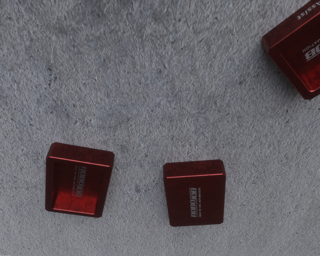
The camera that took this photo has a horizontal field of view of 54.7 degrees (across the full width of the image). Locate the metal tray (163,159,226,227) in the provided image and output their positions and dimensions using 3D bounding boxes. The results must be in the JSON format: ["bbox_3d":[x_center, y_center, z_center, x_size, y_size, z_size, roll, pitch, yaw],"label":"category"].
[{"bbox_3d":[0.056,0.108,0.496,0.091,0.030,0.129,-4,130,3],"label":"metal tray"}]

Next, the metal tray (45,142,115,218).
[{"bbox_3d":[-0.125,0.084,0.473,0.091,0.030,0.129,11,129,-9],"label":"metal tray"}]

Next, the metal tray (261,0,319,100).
[{"bbox_3d":[0.187,-0.098,0.322,0.130,0.030,0.090,-36,122,26],"label":"metal tray"}]
